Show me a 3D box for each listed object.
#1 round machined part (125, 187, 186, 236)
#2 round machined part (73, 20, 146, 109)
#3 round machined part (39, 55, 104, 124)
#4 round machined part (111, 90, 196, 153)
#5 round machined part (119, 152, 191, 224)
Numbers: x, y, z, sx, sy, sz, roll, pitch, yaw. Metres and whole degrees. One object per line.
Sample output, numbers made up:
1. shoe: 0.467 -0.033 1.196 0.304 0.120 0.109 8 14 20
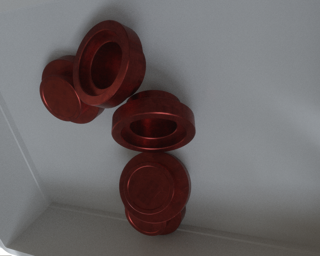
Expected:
1. round machined part: -0.014 0.124 0.472 0.098 0.042 0.097 10 115 22
2. round machined part: -0.055 -0.071 0.361 0.098 0.042 0.097 -7 78 39
3. round machined part: -0.127 -0.048 0.433 0.098 0.042 0.097 13 124 20
4. round machined part: -0.008 -0.010 0.374 0.099 0.042 0.098 -1 150 -1
5. round machined part: -0.010 0.079 0.419 0.098 0.042 0.097 -2 83 14
